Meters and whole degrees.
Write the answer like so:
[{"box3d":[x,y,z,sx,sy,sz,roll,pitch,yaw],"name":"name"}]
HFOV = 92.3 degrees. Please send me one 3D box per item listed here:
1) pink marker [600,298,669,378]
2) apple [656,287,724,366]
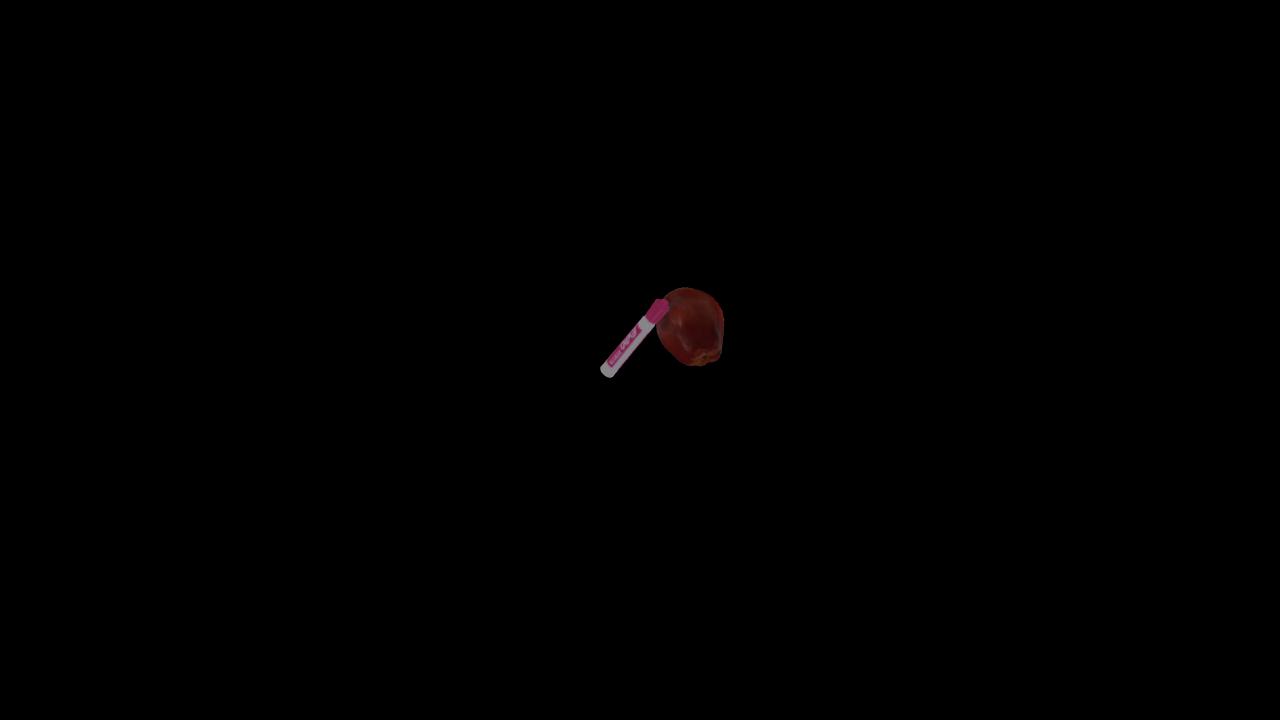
[{"box3d":[-0.006,-0.025,0.697,0.020,0.020,0.121,0,-40,-47],"name":"pink marker"},{"box3d":[0.058,-0.039,0.701,0.079,0.093,0.079,-13,-26,-6],"name":"apple"}]
